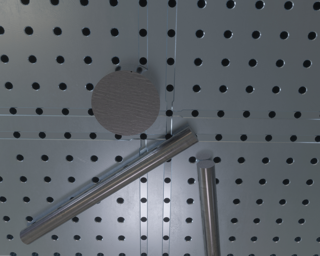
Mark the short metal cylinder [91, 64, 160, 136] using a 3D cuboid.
[{"bbox_3d":[-0.040,-0.037,0.386,0.081,0.050,0.079,0,110,0],"label":"short metal cylinder"}]

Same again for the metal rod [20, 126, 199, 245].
[{"bbox_3d":[-0.079,0.087,0.444,0.300,0.025,0.025,-32,107,11],"label":"metal rod"}]

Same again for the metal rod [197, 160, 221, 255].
[{"bbox_3d":[0.082,0.189,0.483,0.025,0.025,0.298,-7,110,2],"label":"metal rod"}]
